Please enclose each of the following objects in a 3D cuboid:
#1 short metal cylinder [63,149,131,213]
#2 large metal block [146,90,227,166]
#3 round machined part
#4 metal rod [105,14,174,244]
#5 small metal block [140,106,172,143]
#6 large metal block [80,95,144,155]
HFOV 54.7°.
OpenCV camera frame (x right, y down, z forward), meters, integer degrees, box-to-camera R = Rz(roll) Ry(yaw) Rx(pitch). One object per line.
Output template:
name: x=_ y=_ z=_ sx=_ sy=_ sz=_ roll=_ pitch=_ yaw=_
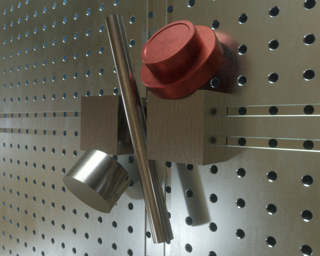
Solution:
short metal cylinder: x=-0.088 y=0.076 z=0.438 sx=0.080 sy=0.050 sz=0.080 roll=23 pitch=145 yaw=18
large metal block: x=0.031 y=-0.001 z=0.368 sx=0.080 sy=0.050 sz=0.079 roll=1 pitch=91 yaw=40
round machined part: x=0.018 y=-0.083 z=0.352 sx=0.098 sy=0.042 sz=0.098 roll=-22 pitch=44 yaw=23
metal rod: x=-0.029 y=-0.007 z=0.400 sx=0.025 sy=0.025 sz=0.299 roll=-22 pitch=76 yaw=38
small metal block: x=-0.011 y=-0.004 z=0.420 sx=0.050 sy=0.025 sz=0.050 roll=1 pitch=91 yaw=40
large metal block: x=-0.070 y=-0.005 z=0.452 sx=0.080 sy=0.050 sz=0.079 roll=3 pitch=92 yaw=40
